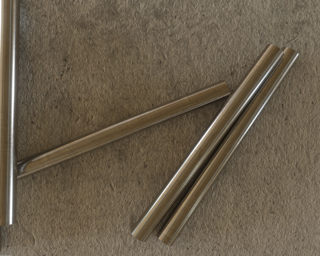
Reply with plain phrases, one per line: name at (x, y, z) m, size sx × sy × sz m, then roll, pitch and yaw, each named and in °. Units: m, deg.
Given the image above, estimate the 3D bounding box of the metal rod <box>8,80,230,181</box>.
metal rod at (-0.053, 0.003, 0.409) m, size 0.301 × 0.025 × 0.025 m, roll -21°, pitch 90°, yaw 0°

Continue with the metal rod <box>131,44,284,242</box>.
metal rod at (0.059, 0.021, 0.402) m, size 0.025 × 0.025 × 0.299 m, roll 36°, pitch 93°, yaw 0°

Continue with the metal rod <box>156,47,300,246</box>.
metal rod at (0.089, 0.024, 0.410) m, size 0.025 × 0.025 × 0.299 m, roll 34°, pitch 90°, yaw 0°

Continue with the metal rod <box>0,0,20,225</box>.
metal rod at (-0.193, -0.033, 0.392) m, size 0.025 × 0.025 × 0.298 m, roll -2°, pitch 84°, yaw 0°

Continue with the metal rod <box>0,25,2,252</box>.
metal rod at (-0.222, 0.014, 0.408) m, size 0.025 × 0.025 × 0.298 m, roll 0°, pitch 90°, yaw 0°
